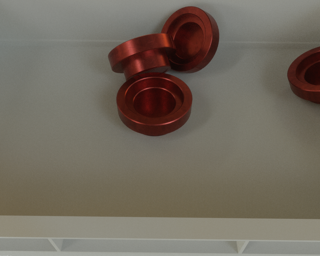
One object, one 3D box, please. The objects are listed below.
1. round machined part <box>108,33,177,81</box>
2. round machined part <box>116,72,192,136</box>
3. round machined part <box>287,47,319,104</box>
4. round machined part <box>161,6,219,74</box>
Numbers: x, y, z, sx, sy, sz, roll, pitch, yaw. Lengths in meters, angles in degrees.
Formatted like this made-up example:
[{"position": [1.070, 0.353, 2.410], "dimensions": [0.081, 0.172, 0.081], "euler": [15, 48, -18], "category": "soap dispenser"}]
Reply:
[{"position": [-0.022, -0.097, 0.452], "dimensions": [0.099, 0.098, 0.042], "euler": [-17, 88, -14], "category": "round machined part"}, {"position": [-0.007, -0.028, 0.417], "dimensions": [0.099, 0.042, 0.098], "euler": [0, 50, 0], "category": "round machined part"}, {"position": [0.237, -0.071, 0.438], "dimensions": [0.098, 0.042, 0.098], "euler": [-21, 39, 18], "category": "round machined part"}, {"position": [0.050, -0.134, 0.483], "dimensions": [0.042, 0.097, 0.098], "euler": [0, 37, -51], "category": "round machined part"}]
